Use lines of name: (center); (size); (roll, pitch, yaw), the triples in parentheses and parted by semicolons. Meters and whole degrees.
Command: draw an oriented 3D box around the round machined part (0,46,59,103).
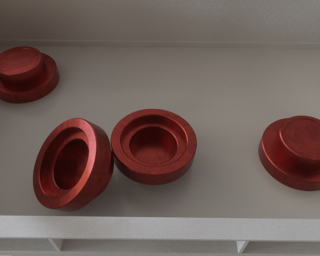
round machined part: (-0.206, -0.086, 0.465); (0.099, 0.042, 0.098); (0, 50, 0)

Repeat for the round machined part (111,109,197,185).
round machined part: (-0.008, 0.026, 0.369); (0.099, 0.042, 0.098); (2, 49, -3)

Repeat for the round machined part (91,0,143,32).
round machined part: (-0.081, -0.227, 0.586); (0.099, 0.042, 0.098); (0, 50, 0)

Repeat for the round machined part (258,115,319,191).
round machined part: (0.174, 0.023, 0.376); (0.099, 0.042, 0.098); (0, 50, 0)

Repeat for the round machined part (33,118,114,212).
round machined part: (-0.089, 0.042, 0.338); (0.098, 0.042, 0.098); (-16, 61, 31)
